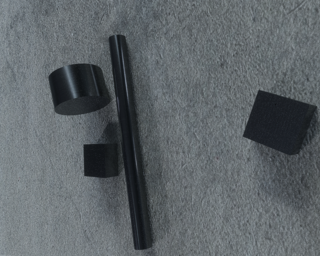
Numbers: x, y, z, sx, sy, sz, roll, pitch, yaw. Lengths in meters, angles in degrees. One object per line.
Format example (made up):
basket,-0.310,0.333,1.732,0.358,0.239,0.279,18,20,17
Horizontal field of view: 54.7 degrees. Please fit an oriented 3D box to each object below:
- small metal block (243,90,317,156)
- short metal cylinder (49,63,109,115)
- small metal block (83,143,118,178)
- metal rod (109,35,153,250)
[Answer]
small metal block,0.118,-0.006,0.307,0.050,0.025,0.050,25,106,37
short metal cylinder,-0.122,-0.056,0.467,0.080,0.081,0.050,-24,75,37
small metal block,-0.092,0.049,0.478,0.050,0.025,0.050,-3,88,39
metal rod,-0.043,0.015,0.437,0.025,0.025,0.298,-13,82,39
